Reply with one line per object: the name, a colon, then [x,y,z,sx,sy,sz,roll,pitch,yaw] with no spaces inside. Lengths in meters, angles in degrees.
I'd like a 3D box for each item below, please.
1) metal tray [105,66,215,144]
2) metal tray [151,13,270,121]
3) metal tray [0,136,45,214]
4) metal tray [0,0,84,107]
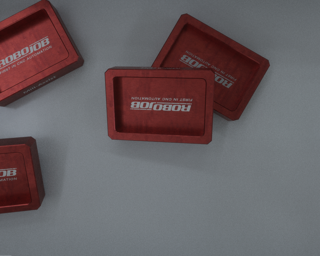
metal tray: [0.001,-0.029,0.386,0.131,0.030,0.089,2,107,8]
metal tray: [0.064,-0.078,0.409,0.130,0.030,0.090,30,90,0]
metal tray: [-0.220,0.062,0.386,0.131,0.030,0.089,-5,108,-8]
metal tray: [-0.180,-0.096,0.407,0.130,0.030,0.090,-28,90,0]
